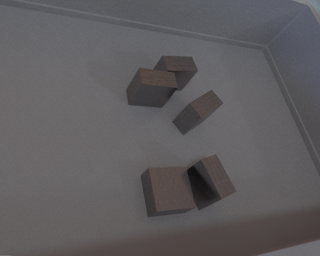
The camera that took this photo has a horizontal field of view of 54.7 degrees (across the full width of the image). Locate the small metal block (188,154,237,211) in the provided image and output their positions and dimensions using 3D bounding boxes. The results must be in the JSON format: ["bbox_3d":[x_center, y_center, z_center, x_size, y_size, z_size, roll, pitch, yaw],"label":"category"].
[{"bbox_3d":[0.058,0.067,0.380,0.025,0.050,0.050,-15,70,-34],"label":"small metal block"}]

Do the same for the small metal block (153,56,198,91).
[{"bbox_3d":[0.018,-0.078,0.446,0.050,0.050,0.025,-6,65,-31],"label":"small metal block"}]

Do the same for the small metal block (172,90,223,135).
[{"bbox_3d":[0.052,-0.021,0.430,0.050,0.050,0.025,-32,80,-38],"label":"small metal block"}]

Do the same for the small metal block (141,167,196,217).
[{"bbox_3d":[0.009,0.075,0.365,0.050,0.025,0.050,2,61,-27],"label":"small metal block"}]

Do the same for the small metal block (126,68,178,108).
[{"bbox_3d":[-0.012,-0.052,0.415,0.050,0.050,0.025,3,61,-27],"label":"small metal block"}]
